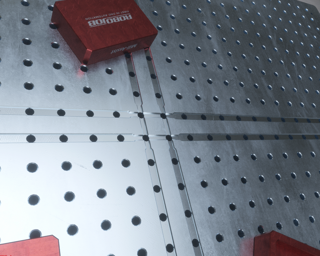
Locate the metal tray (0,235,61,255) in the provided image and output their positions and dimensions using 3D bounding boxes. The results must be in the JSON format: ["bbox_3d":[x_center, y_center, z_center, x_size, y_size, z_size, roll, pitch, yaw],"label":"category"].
[{"bbox_3d":[-0.144,0.143,0.241,0.131,0.030,0.090,-1,62,-29],"label":"metal tray"}]

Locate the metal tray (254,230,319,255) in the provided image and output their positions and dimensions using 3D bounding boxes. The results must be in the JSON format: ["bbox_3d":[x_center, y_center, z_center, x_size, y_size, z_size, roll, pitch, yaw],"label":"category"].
[{"bbox_3d":[0.178,0.194,0.385,0.131,0.030,0.090,25,53,-13],"label":"metal tray"}]

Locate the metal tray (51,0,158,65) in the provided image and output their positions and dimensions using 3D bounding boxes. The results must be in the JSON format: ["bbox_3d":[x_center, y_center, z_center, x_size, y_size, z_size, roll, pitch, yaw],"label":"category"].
[{"bbox_3d":[-0.078,-0.151,0.456,0.131,0.030,0.090,-28,78,-38],"label":"metal tray"}]
